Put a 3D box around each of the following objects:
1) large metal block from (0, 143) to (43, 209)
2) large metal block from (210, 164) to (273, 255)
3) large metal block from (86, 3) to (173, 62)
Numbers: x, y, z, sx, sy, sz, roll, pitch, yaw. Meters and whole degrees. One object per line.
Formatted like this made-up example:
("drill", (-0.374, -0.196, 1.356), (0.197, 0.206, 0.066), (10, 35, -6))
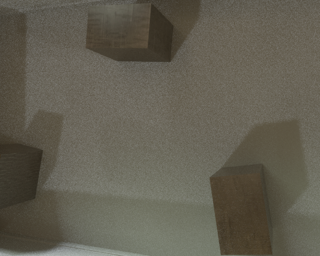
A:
("large metal block", (-0.229, 0.069, 0.462), (0.050, 0.080, 0.080), (12, 94, 19))
("large metal block", (0.094, 0.087, 0.348), (0.050, 0.080, 0.080), (-9, 87, 20))
("large metal block", (-0.036, -0.117, 0.394), (0.080, 0.080, 0.050), (5, 92, 20))
